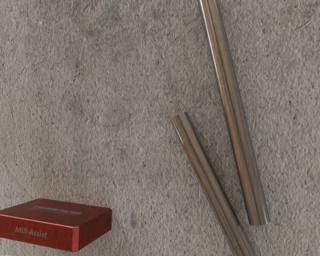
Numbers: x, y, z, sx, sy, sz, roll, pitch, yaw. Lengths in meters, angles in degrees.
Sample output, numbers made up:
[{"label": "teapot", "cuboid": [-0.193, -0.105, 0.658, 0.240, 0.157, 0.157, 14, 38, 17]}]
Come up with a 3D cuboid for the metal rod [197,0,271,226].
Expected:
[{"label": "metal rod", "cuboid": [0.087, -0.034, 0.377, 0.025, 0.025, 0.298, -14, 86, 19]}]

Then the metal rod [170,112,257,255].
[{"label": "metal rod", "cuboid": [0.086, 0.119, 0.378, 0.025, 0.025, 0.299, -27, 81, 17]}]

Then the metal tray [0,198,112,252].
[{"label": "metal tray", "cuboid": [-0.144, 0.128, 0.423, 0.130, 0.090, 0.030, 3, 91, 19]}]
